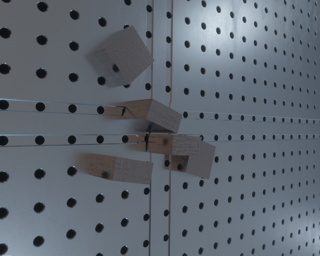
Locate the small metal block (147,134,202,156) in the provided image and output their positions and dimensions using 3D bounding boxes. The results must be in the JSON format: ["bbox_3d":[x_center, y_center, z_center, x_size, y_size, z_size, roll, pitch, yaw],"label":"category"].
[{"bbox_3d":[0.018,0.022,0.407,0.050,0.050,0.025,6,87,-40],"label":"small metal block"}]

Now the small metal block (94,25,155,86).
[{"bbox_3d":[-0.042,-0.086,0.373,0.050,0.025,0.050,-49,119,-29],"label":"small metal block"}]

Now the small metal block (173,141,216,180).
[{"bbox_3d":[0.051,0.044,0.451,0.050,0.025,0.050,22,76,-38],"label":"small metal block"}]

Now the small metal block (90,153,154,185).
[{"bbox_3d":[-0.044,0.047,0.355,0.050,0.050,0.025,15,81,-39],"label":"small metal block"}]

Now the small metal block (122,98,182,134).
[{"bbox_3d":[-0.010,-0.013,0.384,0.050,0.050,0.025,26,74,-37],"label":"small metal block"}]
